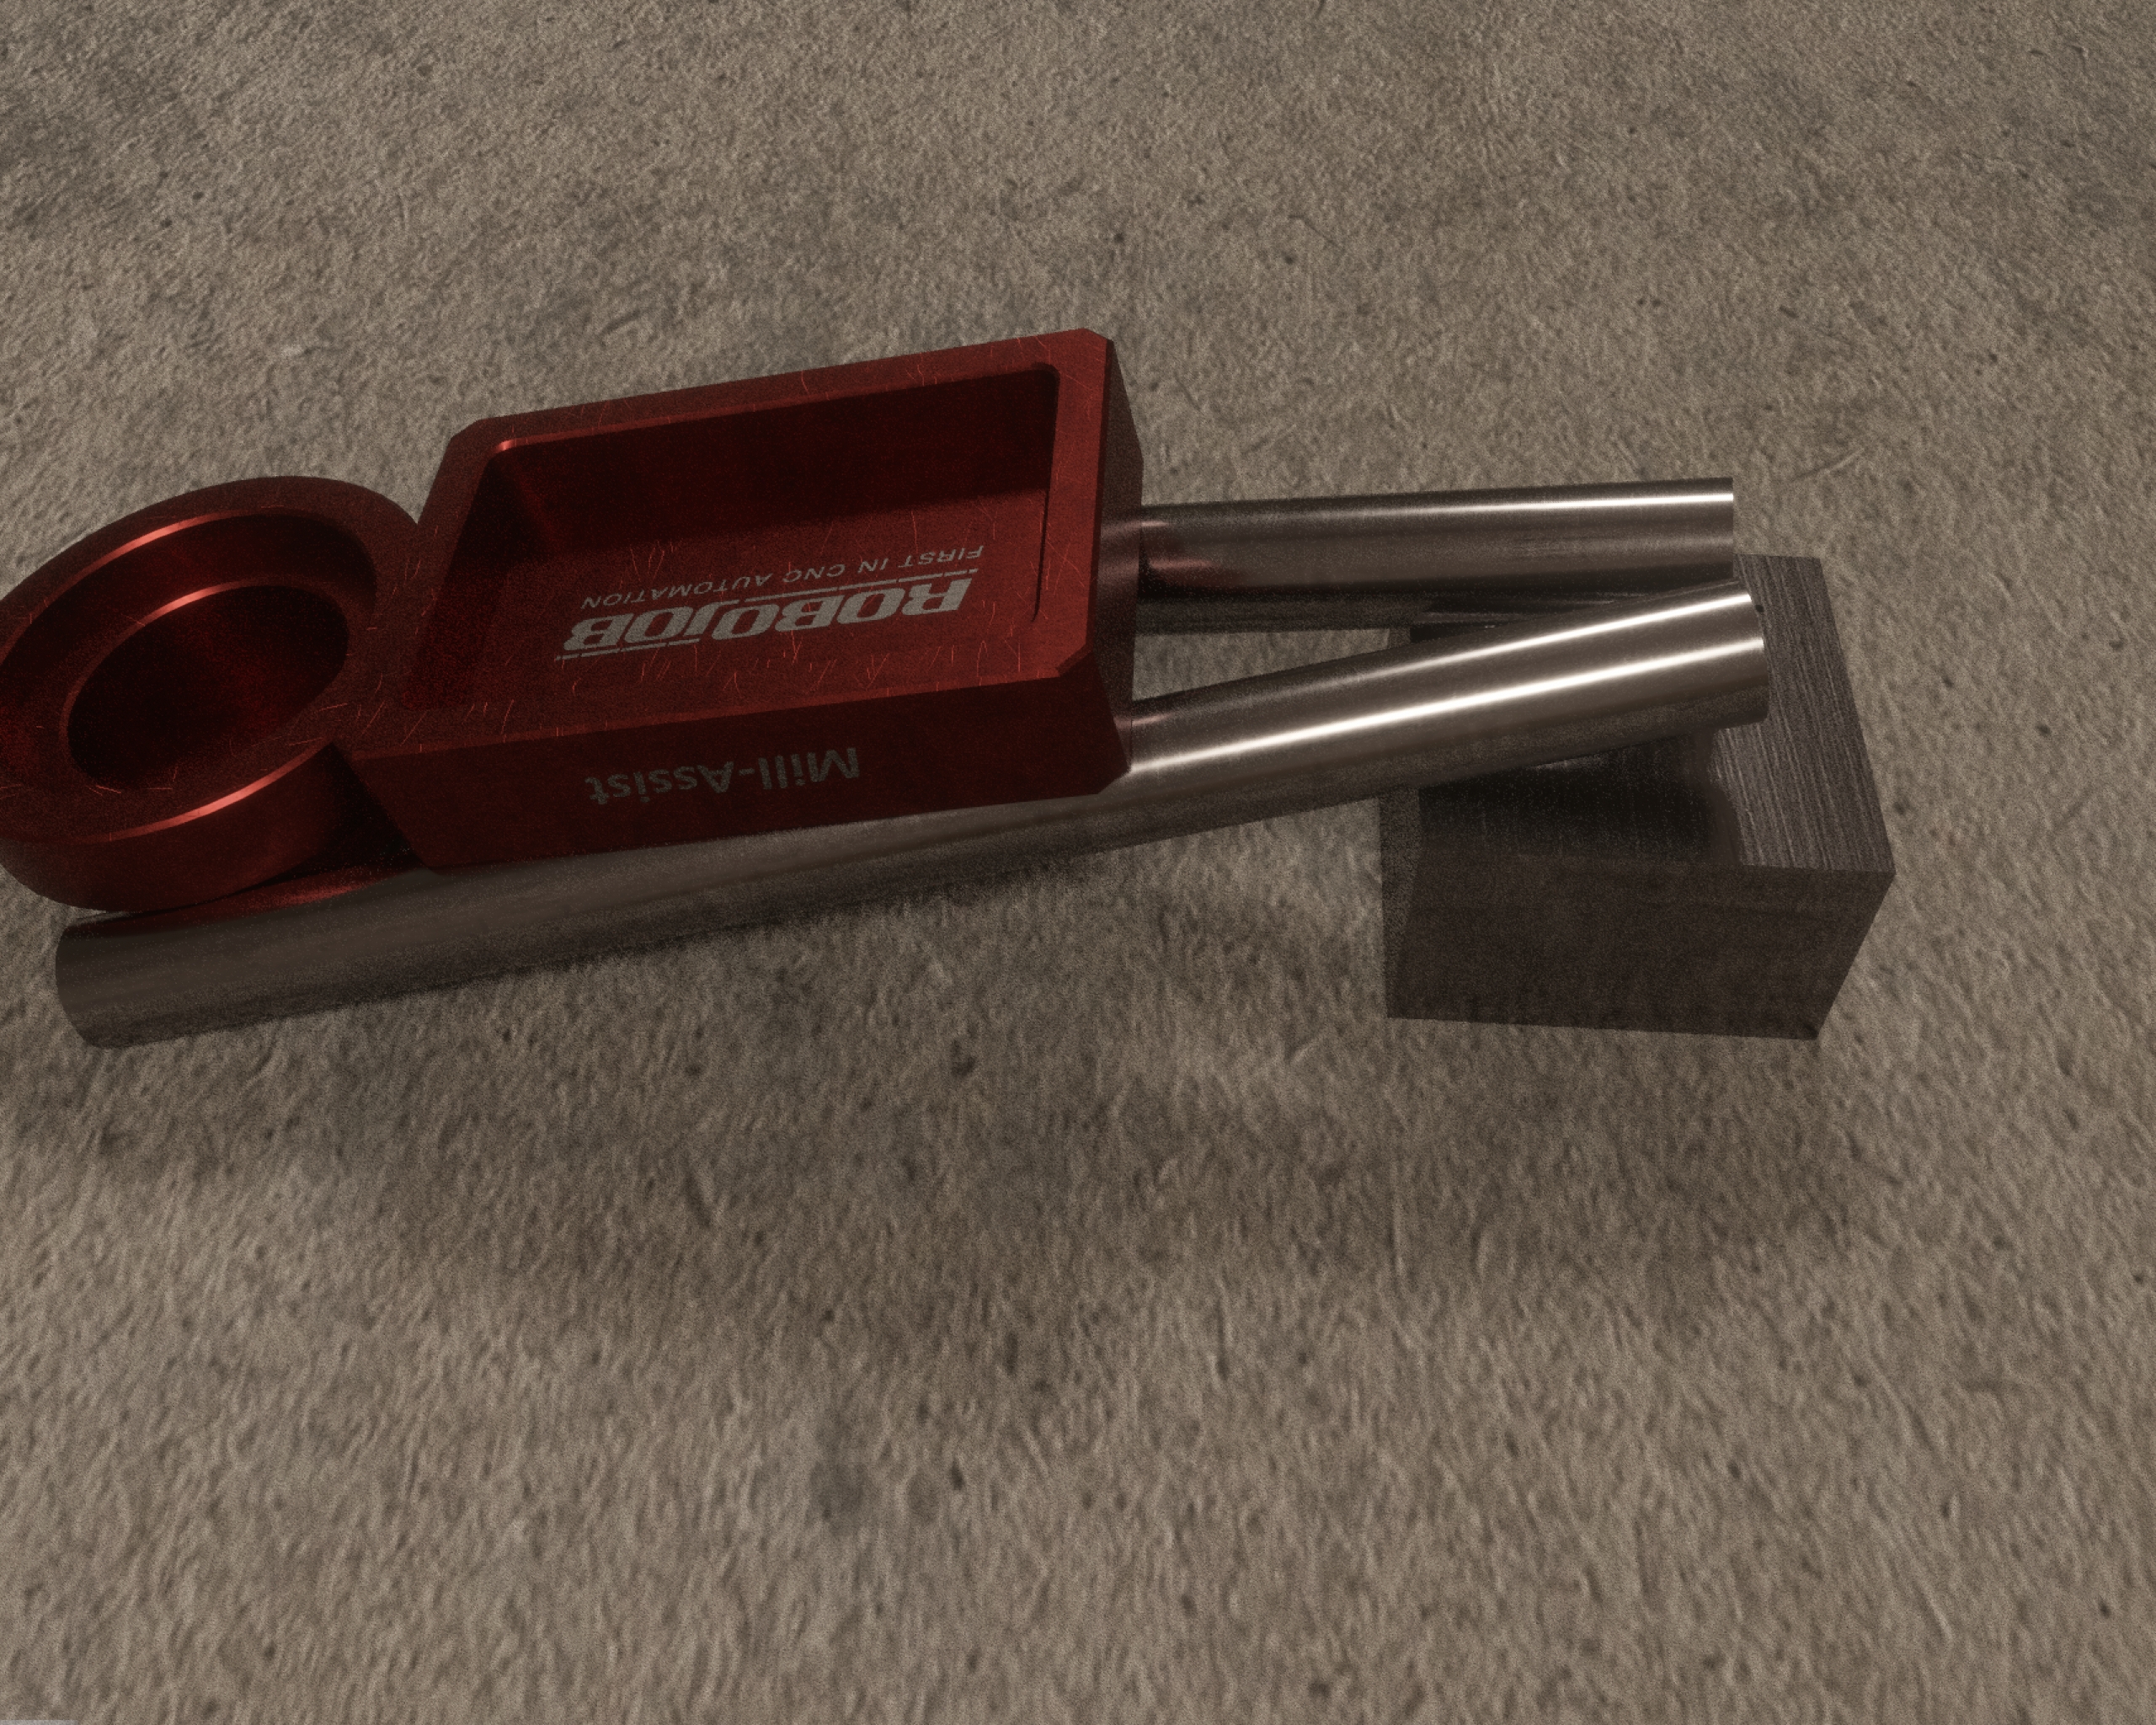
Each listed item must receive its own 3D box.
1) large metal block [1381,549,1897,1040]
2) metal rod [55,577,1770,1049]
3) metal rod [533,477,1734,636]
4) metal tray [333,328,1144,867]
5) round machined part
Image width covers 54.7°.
[{"bbox_3d":[0.101,-0.015,0.400,0.080,0.050,0.080,3,50,2],"label":"large metal block"},{"bbox_3d":[-0.034,-0.007,0.368,0.301,0.025,0.025,-11,50,6],"label":"metal rod"},{"bbox_3d":[-0.029,-0.056,0.409,0.301,0.025,0.025,0,49,16],"label":"metal rod"},{"bbox_3d":[-0.056,-0.048,0.374,0.131,0.030,0.090,-6,49,11],"label":"metal tray"},{"bbox_3d":[-0.165,-0.028,0.408,0.098,0.042,0.098,-6,49,8],"label":"round machined part"}]
